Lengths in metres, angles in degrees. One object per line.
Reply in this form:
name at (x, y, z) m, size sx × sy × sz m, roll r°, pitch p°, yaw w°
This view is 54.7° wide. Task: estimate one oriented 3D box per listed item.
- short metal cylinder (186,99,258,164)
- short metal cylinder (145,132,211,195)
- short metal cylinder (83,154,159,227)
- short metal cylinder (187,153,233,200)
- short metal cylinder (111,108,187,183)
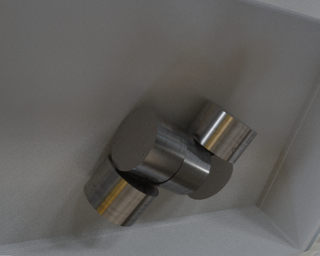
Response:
short metal cylinder at (0.084, 0.004, 0.421) m, size 0.080 × 0.080 × 0.050 m, roll 26°, pitch 104°, yaw -37°
short metal cylinder at (0.020, 0.043, 0.411) m, size 0.050 × 0.080 × 0.080 m, roll 30°, pitch 101°, yaw -38°
short metal cylinder at (-0.048, 0.077, 0.394) m, size 0.080 × 0.080 × 0.050 m, roll 33°, pitch 100°, yaw -39°
short metal cylinder at (0.061, 0.060, 0.462) m, size 0.081 × 0.050 × 0.079 m, roll -14°, pitch 125°, yaw -21°
short metal cylinder at (-0.014, 0.022, 0.378) m, size 0.050 × 0.080 × 0.080 m, roll 29°, pitch 102°, yaw -38°
